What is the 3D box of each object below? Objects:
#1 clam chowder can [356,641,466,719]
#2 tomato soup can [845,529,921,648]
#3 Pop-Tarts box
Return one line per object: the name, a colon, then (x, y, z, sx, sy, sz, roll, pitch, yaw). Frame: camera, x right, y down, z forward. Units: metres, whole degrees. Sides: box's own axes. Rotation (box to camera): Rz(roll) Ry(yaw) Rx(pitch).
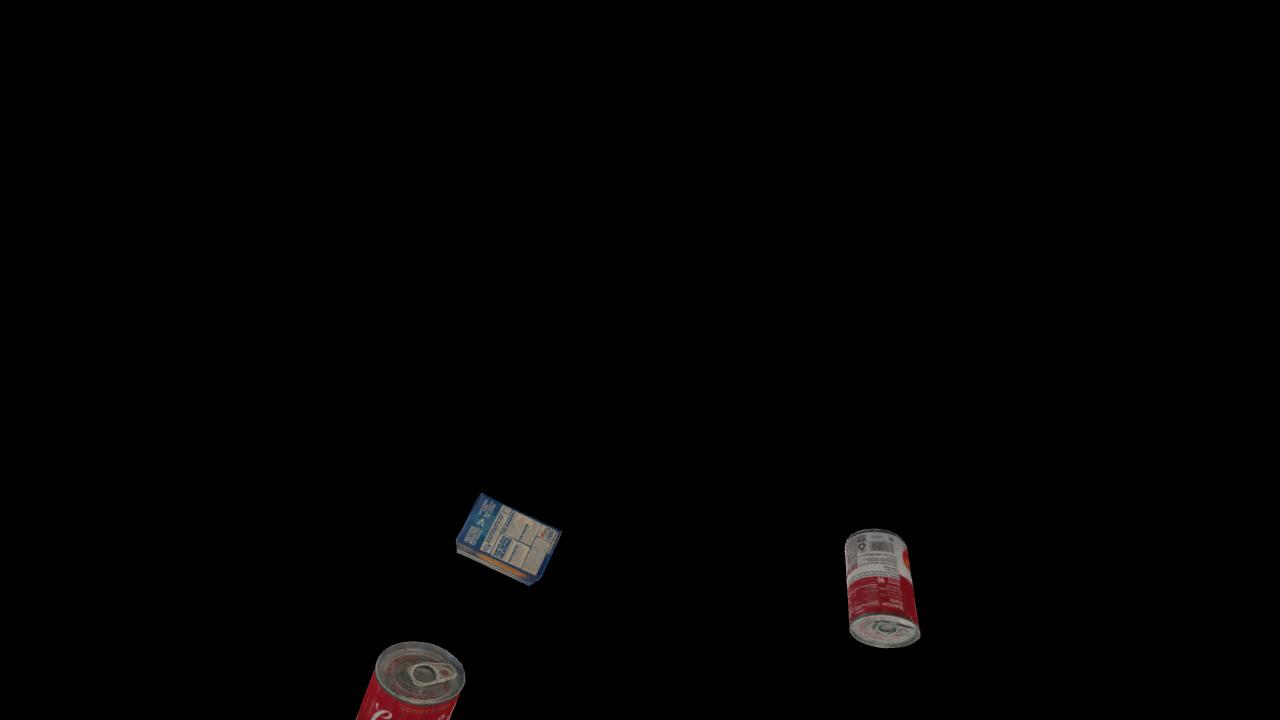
clam chowder can: (-0.183, 0.280, 0.467, 0.068, 0.102, 0.068, 22, 5, -2)
tomato soup can: (0.254, 0.240, 0.653, 0.068, 0.068, 0.101, 0, 40, 14)
Pop-Tarts box: (-0.217, 0.296, 1.000, 0.141, 0.083, 0.167, 26, -28, -4)
